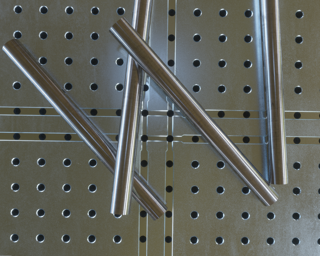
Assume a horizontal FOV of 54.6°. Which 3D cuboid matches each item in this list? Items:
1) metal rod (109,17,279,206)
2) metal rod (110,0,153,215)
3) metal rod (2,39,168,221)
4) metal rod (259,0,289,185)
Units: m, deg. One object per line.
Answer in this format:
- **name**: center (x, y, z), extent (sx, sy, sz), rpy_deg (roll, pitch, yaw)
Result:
- **metal rod**: center (0.048, -0.014, 0.393), extent (0.025, 0.025, 0.300), rpy_deg (-42, 98, 0)
- **metal rod**: center (-0.035, -0.043, 0.398), extent (0.025, 0.025, 0.299), rpy_deg (6, 84, 0)
- **metal rod**: center (-0.099, 0.002, 0.412), extent (0.025, 0.025, 0.300), rpy_deg (-42, 90, 0)
- **metal rod**: center (0.150, -0.076, 0.414), extent (0.025, 0.025, 0.298), rpy_deg (-3, 90, 0)
